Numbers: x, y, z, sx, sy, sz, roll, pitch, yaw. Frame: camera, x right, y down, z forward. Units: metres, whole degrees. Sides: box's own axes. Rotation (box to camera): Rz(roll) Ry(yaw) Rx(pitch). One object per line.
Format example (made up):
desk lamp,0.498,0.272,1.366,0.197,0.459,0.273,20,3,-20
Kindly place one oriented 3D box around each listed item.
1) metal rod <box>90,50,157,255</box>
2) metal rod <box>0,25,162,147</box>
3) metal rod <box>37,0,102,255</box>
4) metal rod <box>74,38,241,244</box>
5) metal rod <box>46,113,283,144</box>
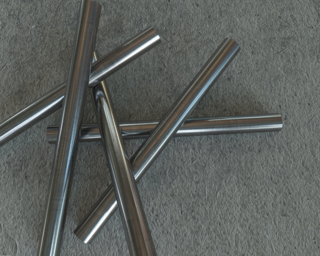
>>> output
metal rod,-0.056,0.014,0.368,0.025,0.025,0.299,-17,58,-6
metal rod,-0.131,-0.036,0.390,0.301,0.025,0.025,-33,73,0
metal rod,-0.105,0.001,0.361,0.025,0.025,0.298,9,87,3
metal rod,0.001,0.010,0.380,0.025,0.025,0.300,37,83,12
metal rod,0.007,0.000,0.407,0.302,0.025,0.025,-3,70,-2
